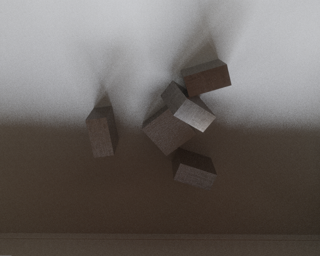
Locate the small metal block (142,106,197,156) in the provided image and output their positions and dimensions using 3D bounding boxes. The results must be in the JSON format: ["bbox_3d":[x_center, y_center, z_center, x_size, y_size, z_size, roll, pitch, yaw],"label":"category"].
[{"bbox_3d":[0.012,0.001,0.412,0.050,0.025,0.050,-38,107,12],"label":"small metal block"}]

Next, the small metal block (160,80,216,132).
[{"bbox_3d":[0.034,-0.027,0.381,0.050,0.050,0.025,28,109,-32],"label":"small metal block"}]

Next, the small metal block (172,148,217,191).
[{"bbox_3d":[0.045,0.054,0.419,0.050,0.050,0.025,19,109,-7],"label":"small metal block"}]

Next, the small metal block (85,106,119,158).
[{"bbox_3d":[-0.073,0.004,0.398,0.025,0.050,0.050,-8,110,2],"label":"small metal block"}]

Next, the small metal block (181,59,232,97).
[{"bbox_3d":[0.054,-0.062,0.376,0.050,0.050,0.025,-16,109,5],"label":"small metal block"}]
